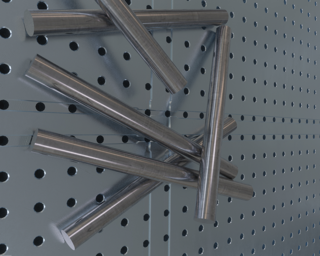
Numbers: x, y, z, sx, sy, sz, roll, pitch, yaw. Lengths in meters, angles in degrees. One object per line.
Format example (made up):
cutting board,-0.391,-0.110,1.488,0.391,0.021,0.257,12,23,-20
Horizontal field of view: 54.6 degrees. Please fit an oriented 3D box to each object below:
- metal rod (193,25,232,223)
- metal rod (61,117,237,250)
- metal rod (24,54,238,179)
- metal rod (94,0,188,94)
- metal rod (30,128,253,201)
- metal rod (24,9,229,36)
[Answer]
metal rod,0.076,-0.024,0.424,0.025,0.025,0.300,33,56,-35
metal rod,0.009,0.056,0.415,0.302,0.025,0.025,-31,109,-36
metal rod,-0.011,0.001,0.377,0.301,0.025,0.025,29,72,-29
metal rod,-0.070,-0.155,0.322,0.300,0.025,0.025,49,61,-20
metal rod,0.001,0.053,0.378,0.302,0.025,0.025,18,78,-29
metal rod,-0.015,-0.138,0.395,0.302,0.025,0.025,-18,102,-38
